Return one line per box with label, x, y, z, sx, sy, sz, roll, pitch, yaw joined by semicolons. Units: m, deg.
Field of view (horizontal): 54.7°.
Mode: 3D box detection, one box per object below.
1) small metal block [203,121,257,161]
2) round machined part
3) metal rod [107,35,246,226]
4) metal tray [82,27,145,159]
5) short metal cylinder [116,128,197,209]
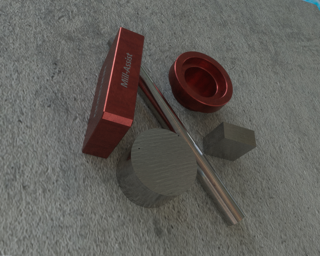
small metal block;0.095;0.020;0.427;0.050;0.050;0.025;15;56;-20
round machined part;0.056;-0.064;0.465;0.099;0.042;0.098;14;56;-21
metal rod;0.016;-0.005;0.420;0.025;0.025;0.299;-25;75;-37
metal tray;-0.054;-0.041;0.360;0.030;0.090;0.130;17;55;-19
short metal cylinder;-0.005;0.047;0.359;0.081;0.050;0.080;14;56;-21
